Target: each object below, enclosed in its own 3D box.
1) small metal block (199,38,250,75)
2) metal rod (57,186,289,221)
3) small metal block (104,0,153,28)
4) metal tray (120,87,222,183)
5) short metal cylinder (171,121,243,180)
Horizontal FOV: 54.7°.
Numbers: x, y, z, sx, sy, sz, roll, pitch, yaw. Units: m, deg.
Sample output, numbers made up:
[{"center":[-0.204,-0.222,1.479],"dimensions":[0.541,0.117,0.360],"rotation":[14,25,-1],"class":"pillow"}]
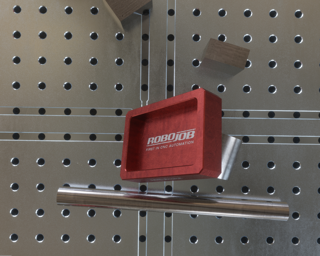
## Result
[{"center":[0.082,-0.091,0.401],"dimensions":[0.050,0.050,0.025],"rotation":[17,90,0],"class":"small metal block"},{"center":[0.017,0.101,0.413],"dimensions":[0.302,0.025,0.025],"rotation":[4,90,0],"class":"metal rod"},{"center":[-0.045,-0.172,0.413],"dimensions":[0.050,0.025,0.050],"rotation":[-35,90,0],"class":"small metal block"},{"center":[0.009,0.014,0.357],"dimensions":[0.030,0.130,0.090],"rotation":[19,68,-41],"class":"metal tray"},{"center":[0.056,0.027,0.386],"dimensions":[0.080,0.080,0.050],"rotation":[19,90,0],"class":"short metal cylinder"}]
